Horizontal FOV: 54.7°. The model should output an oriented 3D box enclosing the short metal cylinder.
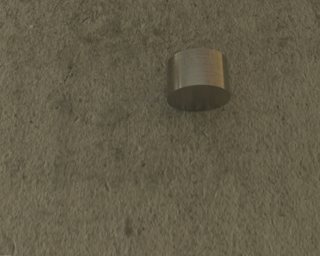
[{"bbox_3d":[0.049,-0.060,0.401,0.081,0.080,0.050,0,70,0],"label":"short metal cylinder"}]
